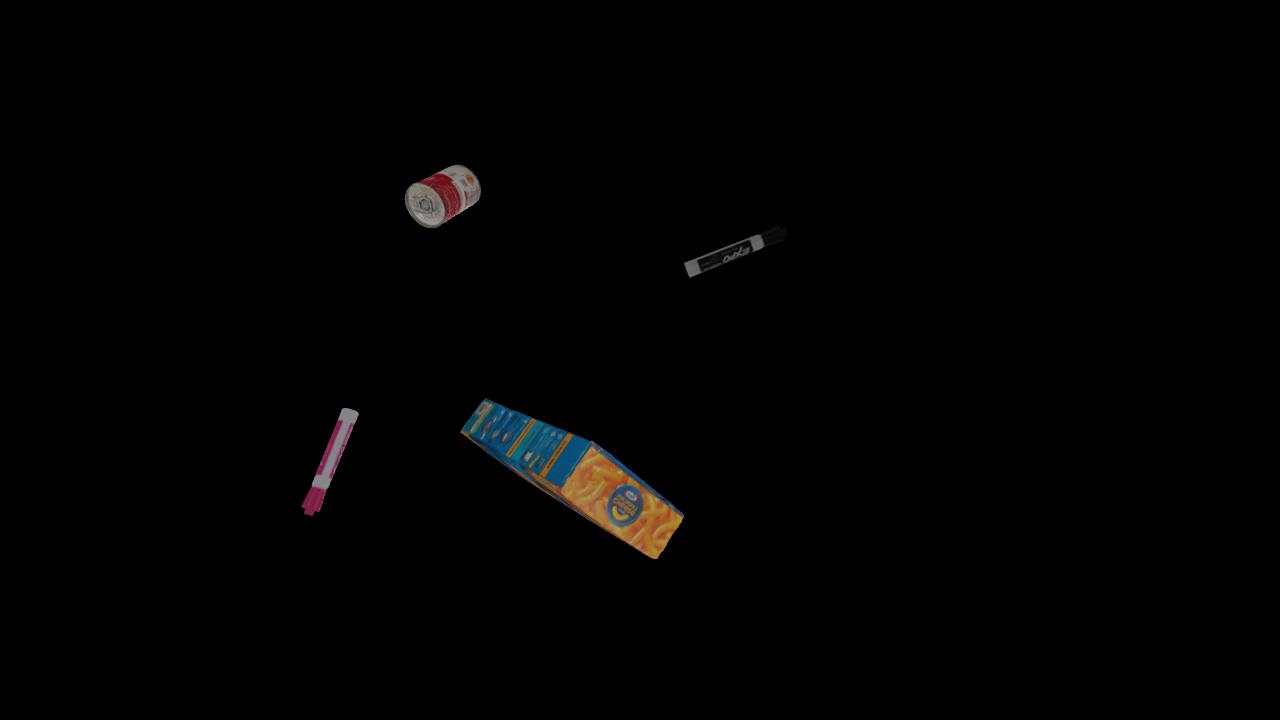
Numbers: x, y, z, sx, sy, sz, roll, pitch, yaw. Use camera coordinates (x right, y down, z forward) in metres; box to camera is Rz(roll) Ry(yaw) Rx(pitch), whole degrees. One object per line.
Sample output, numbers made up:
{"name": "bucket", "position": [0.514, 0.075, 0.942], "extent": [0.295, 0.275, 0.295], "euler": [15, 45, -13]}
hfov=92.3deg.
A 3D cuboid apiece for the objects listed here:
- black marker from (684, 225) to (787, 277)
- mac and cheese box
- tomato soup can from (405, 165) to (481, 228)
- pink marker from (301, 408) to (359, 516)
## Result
{"name": "black marker", "position": [0.110, -0.126, 0.710], "extent": [0.121, 0.020, 0.020], "euler": [-21, -3, 9]}
{"name": "mac and cheese box", "position": [-0.059, 0.080, 0.452], "extent": [0.093, 0.041, 0.184], "euler": [45, -19, -28]}
{"name": "tomato soup can", "position": [-0.293, -0.248, 0.923], "extent": [0.068, 0.068, 0.101], "euler": [0, 32, 23]}
{"name": "pink marker", "position": [-0.344, 0.112, 0.684], "extent": [0.020, 0.121, 0.020], "euler": [9, -26, 4]}
